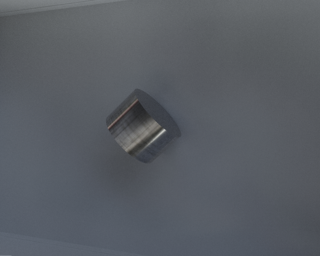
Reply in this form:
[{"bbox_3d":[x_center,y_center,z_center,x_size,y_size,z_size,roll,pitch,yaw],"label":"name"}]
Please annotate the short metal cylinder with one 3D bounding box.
[{"bbox_3d":[-0.019,-0.003,0.385,0.050,0.080,0.080,-43,77,15],"label":"short metal cylinder"}]
